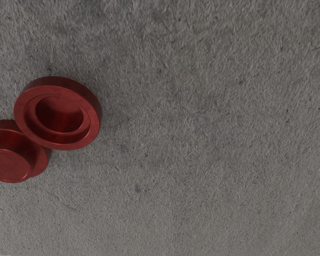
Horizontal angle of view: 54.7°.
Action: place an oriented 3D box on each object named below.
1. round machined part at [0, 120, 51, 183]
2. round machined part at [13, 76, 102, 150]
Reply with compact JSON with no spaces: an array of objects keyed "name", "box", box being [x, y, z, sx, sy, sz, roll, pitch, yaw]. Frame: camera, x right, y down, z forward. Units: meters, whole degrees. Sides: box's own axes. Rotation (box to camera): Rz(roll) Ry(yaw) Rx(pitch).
[{"name":"round machined part","box":[-0.205,0.039,0.427,0.099,0.042,0.097,0,130,0]},{"name":"round machined part","box":[-0.120,-0.022,0.376,0.099,0.042,0.097,0,130,0]}]
